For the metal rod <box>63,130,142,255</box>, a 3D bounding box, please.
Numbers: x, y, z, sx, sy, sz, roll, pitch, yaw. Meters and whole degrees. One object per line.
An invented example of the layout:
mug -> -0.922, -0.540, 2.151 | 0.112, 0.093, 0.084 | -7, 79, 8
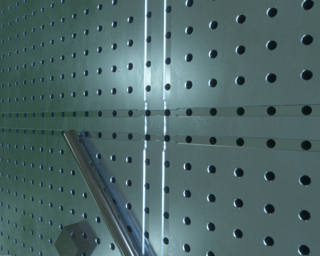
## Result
metal rod -> -0.079, 0.123, 0.472 | 0.025, 0.025, 0.299 | -49, 62, 29

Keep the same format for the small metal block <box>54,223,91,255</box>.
small metal block -> -0.151, 0.201, 0.531 | 0.050, 0.025, 0.050 | 46, 117, 30
